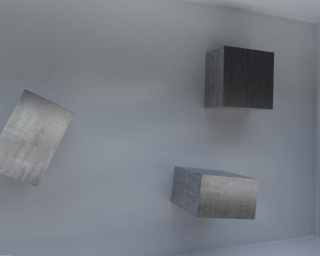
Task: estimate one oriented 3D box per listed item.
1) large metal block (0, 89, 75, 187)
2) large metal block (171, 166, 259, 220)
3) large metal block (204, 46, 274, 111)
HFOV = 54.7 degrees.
[{"bbox_3d":[-0.136,0.009,0.331,0.050,0.080,0.080,27,81,-19],"label":"large metal block"},{"bbox_3d":[0.069,0.083,0.408,0.081,0.080,0.050,8,87,-20],"label":"large metal block"},{"bbox_3d":[0.112,-0.067,0.440,0.081,0.050,0.079,2,90,-21],"label":"large metal block"}]
